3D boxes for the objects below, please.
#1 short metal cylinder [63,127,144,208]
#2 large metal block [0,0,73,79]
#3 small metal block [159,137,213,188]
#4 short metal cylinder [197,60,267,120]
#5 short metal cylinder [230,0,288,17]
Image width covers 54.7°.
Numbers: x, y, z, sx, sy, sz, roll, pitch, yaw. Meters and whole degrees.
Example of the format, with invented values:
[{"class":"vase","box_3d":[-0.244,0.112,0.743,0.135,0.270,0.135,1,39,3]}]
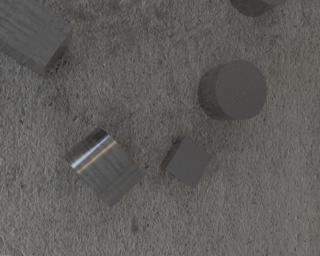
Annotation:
[{"class":"short metal cylinder","box_3d":[-0.064,0.045,0.356,0.050,0.080,0.080,-43,104,-15]},{"class":"large metal block","box_3d":[-0.144,-0.100,0.327,0.080,0.080,0.050,34,79,-17]},{"class":"small metal block","box_3d":[0.036,0.046,0.422,0.050,0.025,0.050,35,79,-17]},{"class":"short metal cylinder","box_3d":[0.100,-0.051,0.432,0.081,0.050,0.079,0,90,-20]},{"class":"short metal cylinder","box_3d":[0.146,-0.209,0.449,0.081,0.050,0.079,0,90,-20]}]
